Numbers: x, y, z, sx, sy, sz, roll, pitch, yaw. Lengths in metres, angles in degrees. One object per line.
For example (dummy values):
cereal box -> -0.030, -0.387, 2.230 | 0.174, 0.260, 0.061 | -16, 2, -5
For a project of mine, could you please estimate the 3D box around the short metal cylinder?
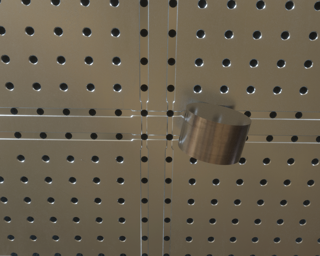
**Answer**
short metal cylinder -> 0.067, 0.005, 0.386 | 0.080, 0.080, 0.050 | 10, 110, -4
